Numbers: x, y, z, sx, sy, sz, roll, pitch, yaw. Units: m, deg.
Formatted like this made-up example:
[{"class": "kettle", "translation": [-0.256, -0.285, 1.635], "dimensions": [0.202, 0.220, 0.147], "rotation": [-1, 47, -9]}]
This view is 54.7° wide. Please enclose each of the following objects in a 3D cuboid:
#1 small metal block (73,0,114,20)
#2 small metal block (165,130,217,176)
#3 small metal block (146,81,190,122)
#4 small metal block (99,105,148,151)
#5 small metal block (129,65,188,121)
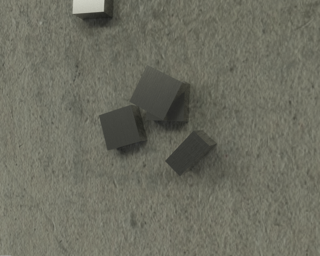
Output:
[{"class": "small metal block", "translation": [-0.095, -0.185, 0.441], "dimensions": [0.050, 0.025, 0.050], "rotation": [3, 91, 19]}, {"class": "small metal block", "translation": [0.039, 0.030, 0.381], "dimensions": [0.025, 0.050, 0.050], "rotation": [45, 104, 14]}, {"class": "small metal block", "translation": [0.011, -0.034, 0.404], "dimensions": [0.050, 0.025, 0.050], "rotation": [3, 91, 19]}, {"class": "small metal block", "translation": [-0.050, 0.000, 0.426], "dimensions": [0.050, 0.025, 0.050], "rotation": [-17, 85, 19]}, {"class": "small metal block", "translation": [-0.002, -0.043, 0.382], "dimensions": [0.050, 0.025, 0.050], "rotation": [29, 99, 17]}]
